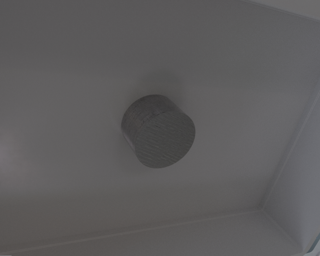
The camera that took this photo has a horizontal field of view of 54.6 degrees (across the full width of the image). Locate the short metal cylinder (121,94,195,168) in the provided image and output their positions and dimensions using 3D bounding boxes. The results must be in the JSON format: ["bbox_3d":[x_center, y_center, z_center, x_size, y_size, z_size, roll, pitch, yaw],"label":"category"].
[{"bbox_3d":[-0.003,0.004,0.393,0.081,0.050,0.080,-14,124,-21],"label":"short metal cylinder"}]
